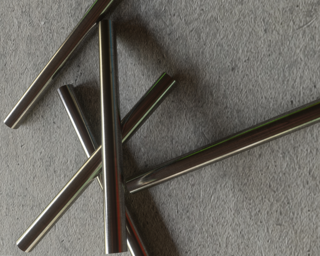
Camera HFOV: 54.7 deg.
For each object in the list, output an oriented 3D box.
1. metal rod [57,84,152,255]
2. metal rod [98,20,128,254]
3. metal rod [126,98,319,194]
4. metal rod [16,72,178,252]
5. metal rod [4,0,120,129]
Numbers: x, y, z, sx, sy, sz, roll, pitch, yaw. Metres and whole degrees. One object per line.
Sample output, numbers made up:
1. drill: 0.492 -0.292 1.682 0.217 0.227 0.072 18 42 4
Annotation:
1. metal rod: -0.074 0.073 0.434 0.025 0.025 0.299 -30 81 17
2. metal rod: -0.061 -0.004 0.388 0.025 0.025 0.299 -12 70 19
3. metal rod: 0.091 0.020 0.376 0.300 0.025 0.025 -24 82 18
4. metal rod: -0.085 0.047 0.412 0.025 0.025 0.300 42 93 15
5. metal rod: -0.136 -0.113 0.457 0.299 0.025 0.025 -47 76 14
